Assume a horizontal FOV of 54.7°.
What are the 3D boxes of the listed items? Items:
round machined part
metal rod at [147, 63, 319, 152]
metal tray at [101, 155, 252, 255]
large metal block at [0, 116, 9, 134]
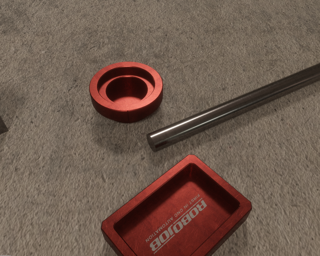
[{"bbox_3d":[-0.045,-0.045,0.429,0.099,0.042,0.098,0,50,0],"label":"round machined part"},{"bbox_3d":[0.121,-0.036,0.434,0.302,0.025,0.025,-22,54,-18],"label":"metal rod"},{"bbox_3d":[0.018,0.096,0.319,0.131,0.030,0.090,-35,58,-26],"label":"metal tray"},{"bbox_3d":[-0.249,-0.019,0.380,0.081,0.080,0.050,-29,56,-22],"label":"large metal block"}]
